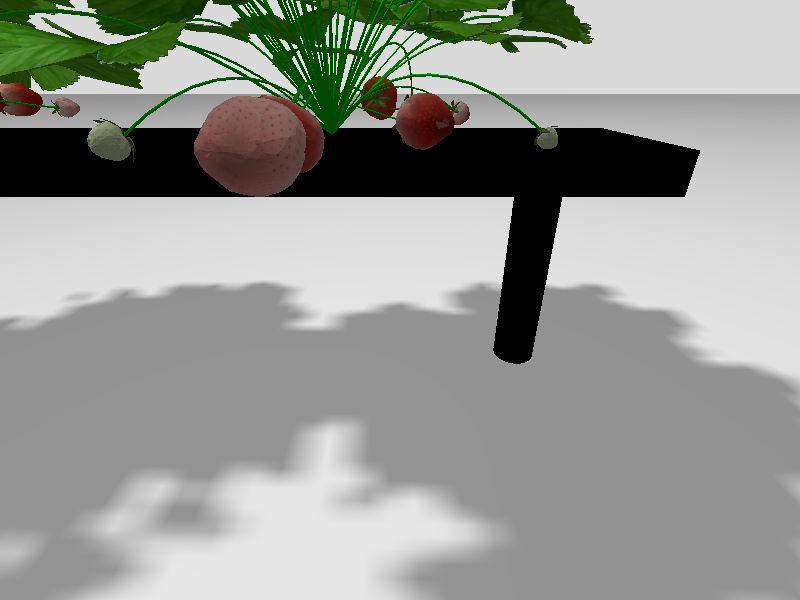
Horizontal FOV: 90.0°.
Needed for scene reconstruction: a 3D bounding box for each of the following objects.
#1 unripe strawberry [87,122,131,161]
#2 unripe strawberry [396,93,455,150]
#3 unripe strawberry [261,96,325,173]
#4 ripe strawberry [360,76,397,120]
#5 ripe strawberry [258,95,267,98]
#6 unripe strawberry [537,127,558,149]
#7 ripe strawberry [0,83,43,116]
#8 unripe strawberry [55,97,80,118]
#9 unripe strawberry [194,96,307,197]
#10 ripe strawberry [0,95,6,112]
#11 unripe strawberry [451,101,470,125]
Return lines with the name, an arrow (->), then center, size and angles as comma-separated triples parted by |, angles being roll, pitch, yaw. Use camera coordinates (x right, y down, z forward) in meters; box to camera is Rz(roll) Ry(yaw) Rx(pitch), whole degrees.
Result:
unripe strawberry -> -0.150, -0.081, 0.206 | 0.016, 0.018, 0.018 | 19, 48, 31
unripe strawberry -> 0.016, -0.104, 0.235 | 0.035, 0.031, 0.032 | -20, 35, -32
unripe strawberry -> -0.051, -0.068, 0.169 | 0.036, 0.031, 0.036 | -1, 29, -1
ripe strawberry -> -0.023, -0.237, 0.471 | 0.043, 0.045, 0.046 | 5, 28, 9
ripe strawberry -> -0.140, -0.197, 0.412 | 0.022, 0.025, 0.024 | -21, 34, -33
unripe strawberry -> 0.090, -0.097, 0.243 | 0.011, 0.012, 0.013 | -38, -7, -48
ripe strawberry -> -0.446, -0.236, 0.470 | 0.043, 0.037, 0.043 | 9, 29, 16
unripe strawberry -> -0.387, -0.224, 0.467 | 0.024, 0.021, 0.022 | 19, 33, 30
unripe strawberry -> -0.050, -0.050, 0.134 | 0.036, 0.033, 0.033 | -1, 29, -1
ripe strawberry -> -0.452, -0.214, 0.428 | 0.042, 0.044, 0.046 | 11, 30, 20
unripe strawberry -> 0.058, -0.176, 0.380 | 0.019, 0.020, 0.018 | 5, 21, -36
